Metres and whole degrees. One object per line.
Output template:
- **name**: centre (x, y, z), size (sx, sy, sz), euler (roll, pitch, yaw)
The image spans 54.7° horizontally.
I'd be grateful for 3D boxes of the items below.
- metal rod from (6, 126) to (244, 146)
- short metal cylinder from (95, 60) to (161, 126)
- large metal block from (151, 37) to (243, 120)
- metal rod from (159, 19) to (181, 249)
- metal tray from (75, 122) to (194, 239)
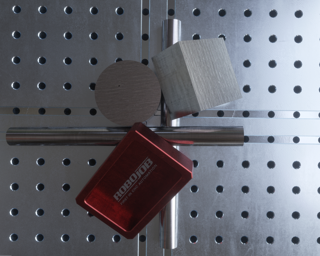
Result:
- **metal rod**: centre (-0.049, 0.011, 0.396), size (0.302, 0.025, 0.025), euler (0, 90, 7)
- **short metal cylinder**: centre (-0.039, -0.043, 0.400), size (0.081, 0.050, 0.079), euler (0, 90, 0)
- **large metal block**: centre (0.047, -0.061, 0.381), size (0.081, 0.050, 0.080), euler (-18, 90, -40)
- **metal rod**: centre (0.013, 0.008, 0.413), size (0.025, 0.025, 0.298), euler (1, 90, 0)
- **metal tray**: centre (-0.032, 0.068, 0.385), size (0.090, 0.030, 0.129), euler (38, 111, -6)
